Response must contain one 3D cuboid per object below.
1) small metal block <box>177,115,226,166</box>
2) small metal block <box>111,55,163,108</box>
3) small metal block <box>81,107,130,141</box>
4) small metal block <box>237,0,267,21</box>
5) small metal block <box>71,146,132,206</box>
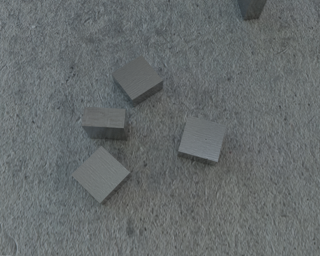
[{"bbox_3d":[0.054,0.017,0.402,0.050,0.025,0.050,15,71,5],"label":"small metal block"},{"bbox_3d":[-0.031,-0.065,0.432,0.050,0.025,0.050,-35,74,-12],"label":"small metal block"},{"bbox_3d":[-0.068,-0.005,0.396,0.050,0.050,0.025,3,70,1],"label":"small metal block"},{"bbox_3d":[0.138,-0.201,0.469,0.025,0.050,0.050,-8,70,-3],"label":"small metal block"},{"bbox_3d":[-0.072,0.059,0.386,0.050,0.025,0.050,41,75,13],"label":"small metal block"}]
